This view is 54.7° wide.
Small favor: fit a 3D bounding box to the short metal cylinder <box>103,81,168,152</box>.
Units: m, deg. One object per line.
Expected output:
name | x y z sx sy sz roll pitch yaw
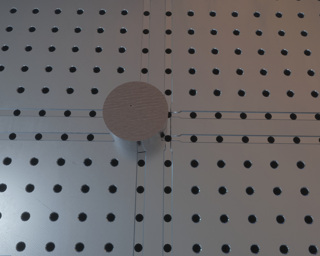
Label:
short metal cylinder | -0.030 -0.013 0.403 0.081 0.050 0.080 0 70 -1
